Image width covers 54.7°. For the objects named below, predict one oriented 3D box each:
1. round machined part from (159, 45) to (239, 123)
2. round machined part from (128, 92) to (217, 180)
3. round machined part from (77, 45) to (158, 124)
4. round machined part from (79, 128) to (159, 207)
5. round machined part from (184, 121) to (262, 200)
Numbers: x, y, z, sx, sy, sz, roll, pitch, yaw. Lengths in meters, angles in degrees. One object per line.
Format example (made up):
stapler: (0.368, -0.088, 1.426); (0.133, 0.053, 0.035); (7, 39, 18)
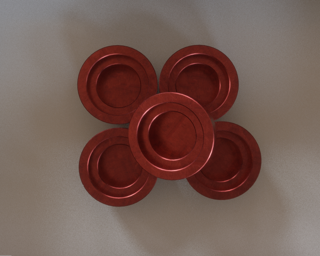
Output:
round machined part: (0.048, -0.054, 0.402); (0.099, 0.042, 0.097); (0, 90, -1)
round machined part: (0.016, 0.008, 0.359); (0.098, 0.042, 0.097); (2, 95, 18)
round machined part: (-0.052, -0.053, 0.400); (0.099, 0.042, 0.097); (0, 90, -1)
round machined part: (-0.051, 0.048, 0.401); (0.099, 0.042, 0.097); (0, 90, -1)
round machined part: (0.076, 0.040, 0.402); (0.099, 0.042, 0.097); (0, 90, -1)
